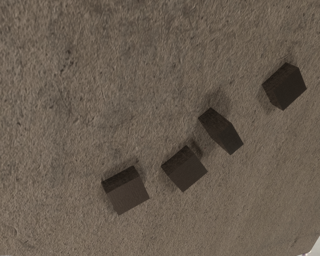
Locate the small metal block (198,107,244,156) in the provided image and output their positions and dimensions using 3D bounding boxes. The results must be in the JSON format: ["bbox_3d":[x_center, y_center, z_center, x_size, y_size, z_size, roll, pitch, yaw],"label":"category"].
[{"bbox_3d":[0.087,0.004,0.443,0.025,0.050,0.050,-41,130,-1],"label":"small metal block"}]

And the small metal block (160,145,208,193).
[{"bbox_3d":[0.037,0.062,0.468,0.050,0.025,0.050,-39,130,-2],"label":"small metal block"}]

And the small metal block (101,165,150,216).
[{"bbox_3d":[-0.048,0.088,0.437,0.050,0.025,0.050,-27,128,-12],"label":"small metal block"}]

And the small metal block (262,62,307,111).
[{"bbox_3d":[0.191,-0.063,0.475,0.050,0.025,0.050,-43,130,1],"label":"small metal block"}]
